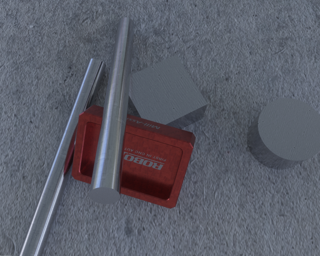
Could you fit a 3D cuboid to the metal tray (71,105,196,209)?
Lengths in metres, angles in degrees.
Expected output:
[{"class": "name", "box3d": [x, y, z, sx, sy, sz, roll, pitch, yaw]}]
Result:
[{"class": "metal tray", "box3d": [-0.033, 0.034, 0.364, 0.131, 0.030, 0.089, 16, 113, 5]}]

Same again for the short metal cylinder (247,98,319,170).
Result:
[{"class": "short metal cylinder", "box3d": [0.157, 0.009, 0.394, 0.081, 0.050, 0.080, 0, 70, 0]}]

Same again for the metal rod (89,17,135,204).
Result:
[{"class": "metal rod", "box3d": [-0.048, -0.050, 0.359, 0.025, 0.025, 0.300, -1, 45, -1]}]

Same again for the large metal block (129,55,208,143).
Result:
[{"class": "large metal block", "box3d": [0.004, -0.037, 0.408, 0.080, 0.050, 0.080, -26, 72, -10]}]

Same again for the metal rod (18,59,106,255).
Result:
[{"class": "metal rod", "box3d": [-0.123, 0.045, 0.390, 0.025, 0.025, 0.299, 13, 70, 4]}]
